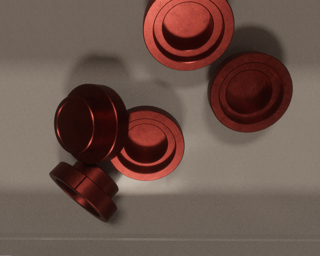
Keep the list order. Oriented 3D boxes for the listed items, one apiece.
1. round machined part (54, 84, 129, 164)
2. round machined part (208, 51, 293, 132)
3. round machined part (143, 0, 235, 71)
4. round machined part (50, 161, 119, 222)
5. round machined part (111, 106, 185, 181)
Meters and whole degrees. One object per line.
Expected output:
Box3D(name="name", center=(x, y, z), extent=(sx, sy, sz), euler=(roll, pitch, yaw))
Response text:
Box3D(name="round machined part", center=(-0.089, -0.005, 0.373), extent=(0.098, 0.042, 0.097), euler=(2, 94, 34))
Box3D(name="round machined part", center=(0.108, -0.047, 0.387), extent=(0.099, 0.042, 0.097), euler=(0, 110, -1))
Box3D(name="round machined part", center=(0.030, -0.117, 0.349), extent=(0.099, 0.042, 0.097), euler=(-1, 131, -1))
Box3D(name="round machined part", center=(-0.094, 0.077, 0.410), extent=(0.098, 0.098, 0.042), euler=(48, 64, -16))
Box3D(name="round machined part", center=(-0.018, 0.017, 0.408), extent=(0.099, 0.042, 0.097), euler=(0, 110, -1))
